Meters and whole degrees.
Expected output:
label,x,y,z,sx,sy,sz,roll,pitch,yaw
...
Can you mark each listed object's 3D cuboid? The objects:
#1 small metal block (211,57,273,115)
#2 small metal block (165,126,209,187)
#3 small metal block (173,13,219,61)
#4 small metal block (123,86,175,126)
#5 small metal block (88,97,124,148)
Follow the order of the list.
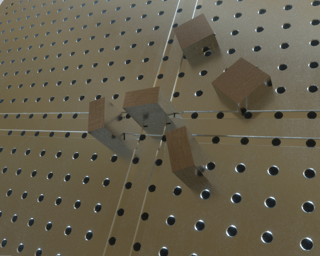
label,x,y,z,sx,sy,sz,roll,pitch,yaw
small metal block,0.102,-0.053,0.387,0.050,0.025,0.050,-41,51,0
small metal block,0.031,0.034,0.354,0.025,0.050,0.050,-21,54,16
small metal block,0.053,-0.136,0.463,0.050,0.025,0.050,-25,53,12
small metal block,-0.014,-0.028,0.415,0.050,0.050,0.025,-7,59,24
small metal block,-0.075,-0.007,0.434,0.025,0.050,0.050,-17,55,18
